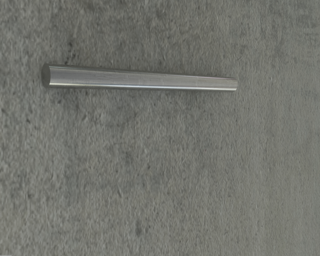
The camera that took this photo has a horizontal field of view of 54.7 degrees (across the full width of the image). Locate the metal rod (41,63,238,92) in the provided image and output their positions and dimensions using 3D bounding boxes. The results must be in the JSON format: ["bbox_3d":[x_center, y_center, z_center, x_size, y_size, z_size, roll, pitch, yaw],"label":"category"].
[{"bbox_3d":[0.001,-0.061,0.407,0.302,0.025,0.025,-5,93,-40],"label":"metal rod"}]
